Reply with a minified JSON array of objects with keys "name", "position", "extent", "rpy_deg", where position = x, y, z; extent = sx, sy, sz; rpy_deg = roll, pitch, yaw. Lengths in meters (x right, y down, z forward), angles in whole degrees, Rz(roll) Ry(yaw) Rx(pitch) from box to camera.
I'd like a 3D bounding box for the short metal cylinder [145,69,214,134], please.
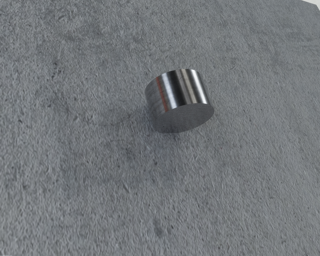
[{"name":"short metal cylinder","position":[0.025,-0.033,0.405],"extent":[0.081,0.080,0.050],"rpy_deg":[-1,63,-29]}]
